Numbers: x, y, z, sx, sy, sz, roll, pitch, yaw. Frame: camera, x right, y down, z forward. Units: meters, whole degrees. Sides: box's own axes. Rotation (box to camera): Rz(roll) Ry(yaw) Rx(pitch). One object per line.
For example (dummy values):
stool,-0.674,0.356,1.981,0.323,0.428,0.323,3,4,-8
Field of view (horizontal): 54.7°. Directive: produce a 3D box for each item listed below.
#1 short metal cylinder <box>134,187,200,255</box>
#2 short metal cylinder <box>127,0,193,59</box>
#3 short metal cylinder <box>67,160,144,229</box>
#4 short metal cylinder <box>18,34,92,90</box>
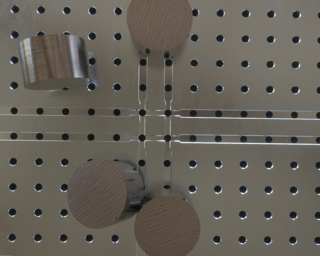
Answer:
short metal cylinder,0.009,0.122,0.401,0.081,0.050,0.079,0,90,-1
short metal cylinder,0.000,-0.134,0.401,0.081,0.050,0.079,0,90,-1
short metal cylinder,-0.067,0.081,0.387,0.080,0.050,0.080,-3,81,19
short metal cylinder,-0.129,-0.079,0.384,0.081,0.080,0.050,-8,90,0
